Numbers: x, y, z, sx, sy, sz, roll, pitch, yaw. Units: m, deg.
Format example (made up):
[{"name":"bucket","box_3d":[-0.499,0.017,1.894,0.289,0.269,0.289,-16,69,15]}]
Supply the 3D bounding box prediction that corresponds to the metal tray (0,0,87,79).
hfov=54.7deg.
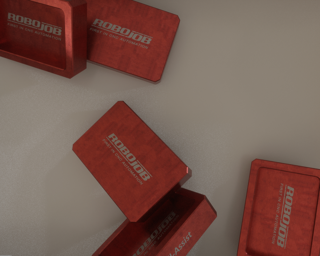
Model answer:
[{"name":"metal tray","box_3d":[-0.152,-0.121,0.369,0.130,0.030,0.089,19,126,12]}]

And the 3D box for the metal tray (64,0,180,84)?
[{"name":"metal tray","box_3d":[-0.049,-0.120,0.407,0.131,0.030,0.090,18,91,-1]}]

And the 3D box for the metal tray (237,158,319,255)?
[{"name":"metal tray","box_3d":[0.153,0.110,0.387,0.090,0.030,0.129,8,85,26]}]

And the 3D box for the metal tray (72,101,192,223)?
[{"name":"metal tray","box_3d":[-0.036,0.040,0.385,0.090,0.030,0.130,-44,68,-1]}]

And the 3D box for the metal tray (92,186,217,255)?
[{"name":"metal tray","box_3d":[-0.008,0.124,0.354,0.131,0.090,0.030,-43,114,-24]}]
